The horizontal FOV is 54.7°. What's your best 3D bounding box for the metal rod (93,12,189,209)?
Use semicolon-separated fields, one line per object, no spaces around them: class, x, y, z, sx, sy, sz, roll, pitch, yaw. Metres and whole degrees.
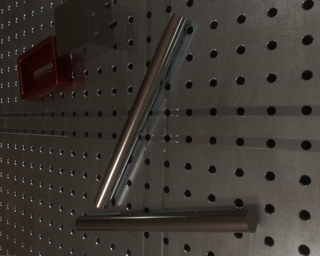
metal rod;-0.033;-0.011;0.434;0.025;0.025;0.298;37;113;33

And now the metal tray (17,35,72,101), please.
metal tray;-0.220;-0.108;0.583;0.130;0.030;0.090;-13;82;39

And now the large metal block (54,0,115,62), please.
large metal block;-0.120;-0.157;0.490;0.080;0.050;0.080;-9;84;39

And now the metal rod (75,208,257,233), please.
metal rod;-0.016;0.128;0.420;0.300;0.025;0.025;-15;81;38
